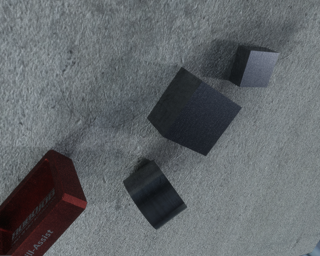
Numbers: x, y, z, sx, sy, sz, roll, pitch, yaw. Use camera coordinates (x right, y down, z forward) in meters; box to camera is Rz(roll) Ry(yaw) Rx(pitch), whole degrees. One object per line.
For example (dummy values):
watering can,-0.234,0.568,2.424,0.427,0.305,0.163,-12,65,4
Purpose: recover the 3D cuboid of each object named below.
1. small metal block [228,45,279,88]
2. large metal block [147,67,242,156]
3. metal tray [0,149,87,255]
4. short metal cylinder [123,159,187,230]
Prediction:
small metal block,0.128,-0.084,0.425,0.050,0.025,0.050,-3,120,-27
large metal block,0.044,-0.020,0.403,0.080,0.050,0.080,26,104,-37
metal tray,-0.144,0.099,0.347,0.130,0.090,0.030,-48,129,5
short metal cylinder,-0.007,0.090,0.424,0.050,0.080,0.080,-35,129,-5
